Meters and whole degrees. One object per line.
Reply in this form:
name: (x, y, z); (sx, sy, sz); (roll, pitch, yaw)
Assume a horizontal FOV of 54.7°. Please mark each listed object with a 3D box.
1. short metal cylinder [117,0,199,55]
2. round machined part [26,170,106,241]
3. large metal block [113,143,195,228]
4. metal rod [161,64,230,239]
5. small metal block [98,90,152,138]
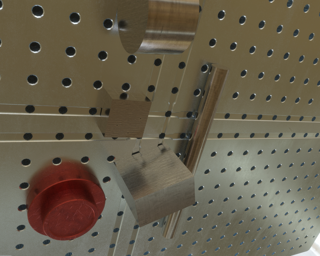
short metal cylinder: (-0.005, -0.113, 0.304); (0.050, 0.080, 0.079); (-6, 121, -26)
round machined part: (-0.118, 0.106, 0.402); (0.099, 0.042, 0.097); (-14, 125, -21)
large metal block: (-0.008, 0.074, 0.418); (0.081, 0.080, 0.050); (-19, 126, -18)
metal rod: (0.047, 0.050, 0.469); (0.025, 0.025, 0.298); (-1, 119, -29)
small metal block: (-0.043, -0.016, 0.379); (0.050, 0.025, 0.050); (2, 118, -30)
